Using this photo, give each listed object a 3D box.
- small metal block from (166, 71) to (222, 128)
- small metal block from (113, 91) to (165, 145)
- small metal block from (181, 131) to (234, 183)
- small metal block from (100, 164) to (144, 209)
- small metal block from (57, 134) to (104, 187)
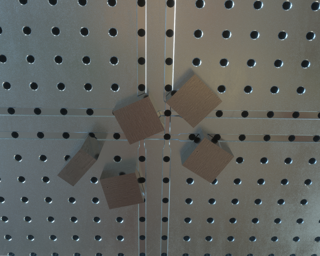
[{"bbox_3d":[0.043,-0.037,0.400,0.050,0.025,0.050,42,104,-14],"label":"small metal block"},{"bbox_3d":[-0.027,-0.013,0.408,0.050,0.025,0.050,-23,109,8],"label":"small metal block"},{"bbox_3d":[0.065,0.040,0.429,0.050,0.025,0.050,33,107,-12],"label":"small metal block"},{"bbox_3d":[-0.053,0.084,0.444,0.050,0.025,0.050,-12,110,4],"label":"small metal block"},{"bbox_3d":[-0.105,0.042,0.414,0.025,0.050,0.050,40,105,-14],"label":"small metal block"}]
